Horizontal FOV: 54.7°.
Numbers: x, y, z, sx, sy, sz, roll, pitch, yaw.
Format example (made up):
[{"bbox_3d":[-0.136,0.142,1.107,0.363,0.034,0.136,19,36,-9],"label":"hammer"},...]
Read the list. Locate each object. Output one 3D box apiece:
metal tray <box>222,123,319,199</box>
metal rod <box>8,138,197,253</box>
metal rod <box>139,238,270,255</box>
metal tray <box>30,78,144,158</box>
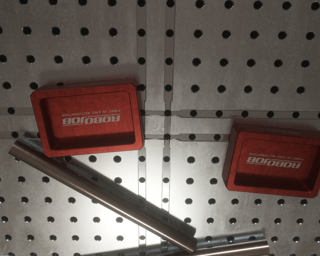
[{"bbox_3d":[0.160,0.046,0.430,0.131,0.030,0.089,6,110,-3],"label":"metal tray"},{"bbox_3d":[-0.074,0.103,0.450,0.301,0.025,0.025,33,107,-12],"label":"metal rod"},{"bbox_3d":[0.018,0.209,0.490,0.302,0.025,0.025,-9,110,3],"label":"metal rod"},{"bbox_3d":[-0.090,-0.013,0.404,0.131,0.030,0.089,-5,110,1],"label":"metal tray"}]
